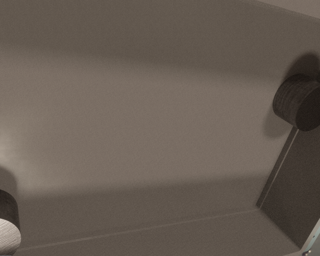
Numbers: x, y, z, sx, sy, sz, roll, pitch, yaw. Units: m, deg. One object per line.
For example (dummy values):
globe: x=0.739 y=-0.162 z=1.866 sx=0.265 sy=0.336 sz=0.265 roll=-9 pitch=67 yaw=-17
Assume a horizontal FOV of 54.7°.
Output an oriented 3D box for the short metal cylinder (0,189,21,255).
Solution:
short metal cylinder: x=-0.204 y=0.115 z=0.352 sx=0.081 sy=0.050 sz=0.079 roll=-14 pitch=124 yaw=-21

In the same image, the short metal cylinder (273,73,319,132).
short metal cylinder: x=0.230 y=-0.041 z=0.496 sx=0.081 sy=0.050 sz=0.079 roll=-14 pitch=125 yaw=-21
